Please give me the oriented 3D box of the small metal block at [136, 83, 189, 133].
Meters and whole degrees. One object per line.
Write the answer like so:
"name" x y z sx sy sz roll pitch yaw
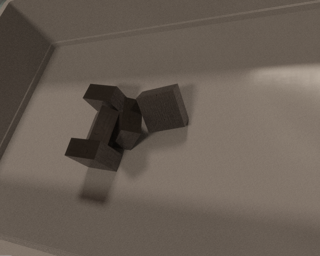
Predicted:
"small metal block" 0.004 -0.025 0.398 0.050 0.050 0.025 -10 23 22

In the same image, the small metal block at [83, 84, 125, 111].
"small metal block" -0.074 -0.038 0.450 0.050 0.050 0.025 10 67 32

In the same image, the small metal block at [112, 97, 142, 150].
"small metal block" -0.043 -0.005 0.412 0.025 0.050 0.050 12 58 -16

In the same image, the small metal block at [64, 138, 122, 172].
"small metal block" -0.087 0.036 0.411 0.050 0.050 0.025 4 68 30

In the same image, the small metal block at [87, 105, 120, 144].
"small metal block" -0.081 0.002 0.427 0.050 0.025 0.050 -33 37 64
